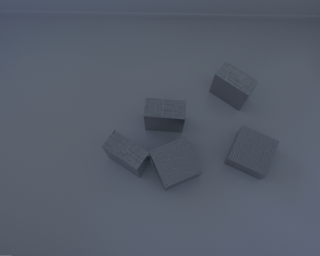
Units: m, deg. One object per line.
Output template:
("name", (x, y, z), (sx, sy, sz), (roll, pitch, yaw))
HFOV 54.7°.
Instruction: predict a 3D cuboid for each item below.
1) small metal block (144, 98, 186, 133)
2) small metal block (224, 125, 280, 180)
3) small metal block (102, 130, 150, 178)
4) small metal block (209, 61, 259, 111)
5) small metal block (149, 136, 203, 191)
("small metal block", (0.006, -0.016, 0.402), (0.050, 0.050, 0.025), (4, 70, 1))
("small metal block", (0.118, 0.032, 0.400), (0.050, 0.025, 0.050), (25, 72, 8))
("small metal block", (-0.040, 0.033, 0.384), (0.050, 0.050, 0.025), (32, 73, 10))
("small metal block", (0.098, -0.056, 0.418), (0.050, 0.050, 0.025), (35, 74, 11))
("small metal block", (0.019, 0.045, 0.393), (0.050, 0.025, 0.050), (-22, 72, -8))
